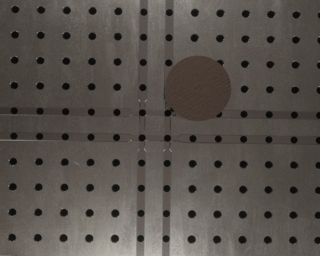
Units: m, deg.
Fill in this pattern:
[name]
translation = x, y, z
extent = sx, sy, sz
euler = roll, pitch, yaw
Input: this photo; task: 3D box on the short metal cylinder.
[short metal cylinder]
translation = 0.046, -0.048, 0.402
extent = 0.081, 0.050, 0.079
euler = 0, 90, -1
